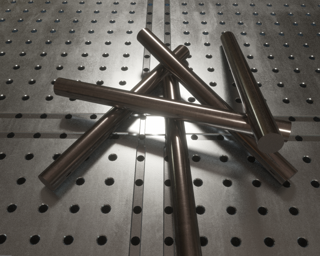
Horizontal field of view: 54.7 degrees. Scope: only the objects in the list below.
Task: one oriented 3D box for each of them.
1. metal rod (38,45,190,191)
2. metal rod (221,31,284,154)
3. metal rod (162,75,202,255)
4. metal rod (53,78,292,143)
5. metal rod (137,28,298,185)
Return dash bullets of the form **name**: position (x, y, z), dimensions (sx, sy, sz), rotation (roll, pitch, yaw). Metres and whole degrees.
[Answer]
- **metal rod**: position (-0.045, -0.032, 0.433), dimensions (0.025, 0.025, 0.301), rotation (28, 55, 21)
- **metal rod**: position (0.112, -0.071, 0.420), dimensions (0.025, 0.025, 0.300), rotation (2, 35, 1)
- **metal rod**: position (0.023, 0.044, 0.370), dimensions (0.025, 0.025, 0.300), rotation (-2, 50, -2)
- **metal rod**: position (0.005, -0.026, 0.392), dimensions (0.301, 0.025, 0.025), rotation (12, 51, 12)
- **metal rod**: position (0.063, -0.044, 0.424), dimensions (0.025, 0.025, 0.300), rotation (-30, 63, -23)
